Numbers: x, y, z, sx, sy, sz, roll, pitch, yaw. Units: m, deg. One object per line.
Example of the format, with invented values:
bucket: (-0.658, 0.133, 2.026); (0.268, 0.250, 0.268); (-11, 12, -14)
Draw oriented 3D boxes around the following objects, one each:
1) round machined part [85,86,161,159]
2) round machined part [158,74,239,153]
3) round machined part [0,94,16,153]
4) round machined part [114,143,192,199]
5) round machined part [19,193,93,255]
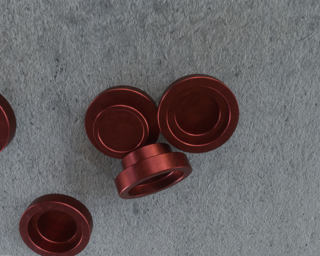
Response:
round machined part: (-0.048, -0.003, 0.399); (0.099, 0.042, 0.097); (0, 110, 0)
round machined part: (0.046, -0.021, 0.393); (0.099, 0.042, 0.097); (0, 110, -1)
round machined part: (-0.232, -0.011, 0.394); (0.099, 0.042, 0.097); (0, 110, 0)
round machined part: (-0.012, 0.053, 0.401); (0.098, 0.098, 0.042); (-26, 67, 9)
round machined part: (-0.146, 0.137, 0.450); (0.099, 0.042, 0.097); (0, 110, 0)
